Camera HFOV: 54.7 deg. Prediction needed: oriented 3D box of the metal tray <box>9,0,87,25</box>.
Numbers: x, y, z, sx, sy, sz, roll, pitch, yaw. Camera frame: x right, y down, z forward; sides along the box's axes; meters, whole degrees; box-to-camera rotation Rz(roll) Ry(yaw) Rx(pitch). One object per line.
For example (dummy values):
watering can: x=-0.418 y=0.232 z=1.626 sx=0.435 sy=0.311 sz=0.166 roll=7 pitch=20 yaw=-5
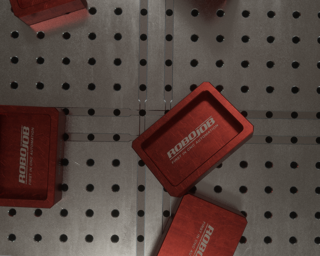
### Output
metal tray: x=-0.161 y=-0.214 z=0.408 sx=0.090 sy=0.030 sz=0.129 roll=-18 pitch=90 yaw=-1

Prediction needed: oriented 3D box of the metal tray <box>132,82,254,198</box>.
metal tray: x=0.041 y=0.015 z=0.396 sx=0.130 sy=0.030 sz=0.090 roll=-40 pitch=70 yaw=-1

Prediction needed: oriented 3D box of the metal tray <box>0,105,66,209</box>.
metal tray: x=-0.177 y=0.036 z=0.408 sx=0.091 sy=0.030 sz=0.129 roll=3 pitch=90 yaw=-1

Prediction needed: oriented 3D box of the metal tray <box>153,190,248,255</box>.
metal tray: x=0.047 y=0.158 z=0.412 sx=0.090 sy=0.030 sz=0.129 roll=24 pitch=90 yaw=-1
